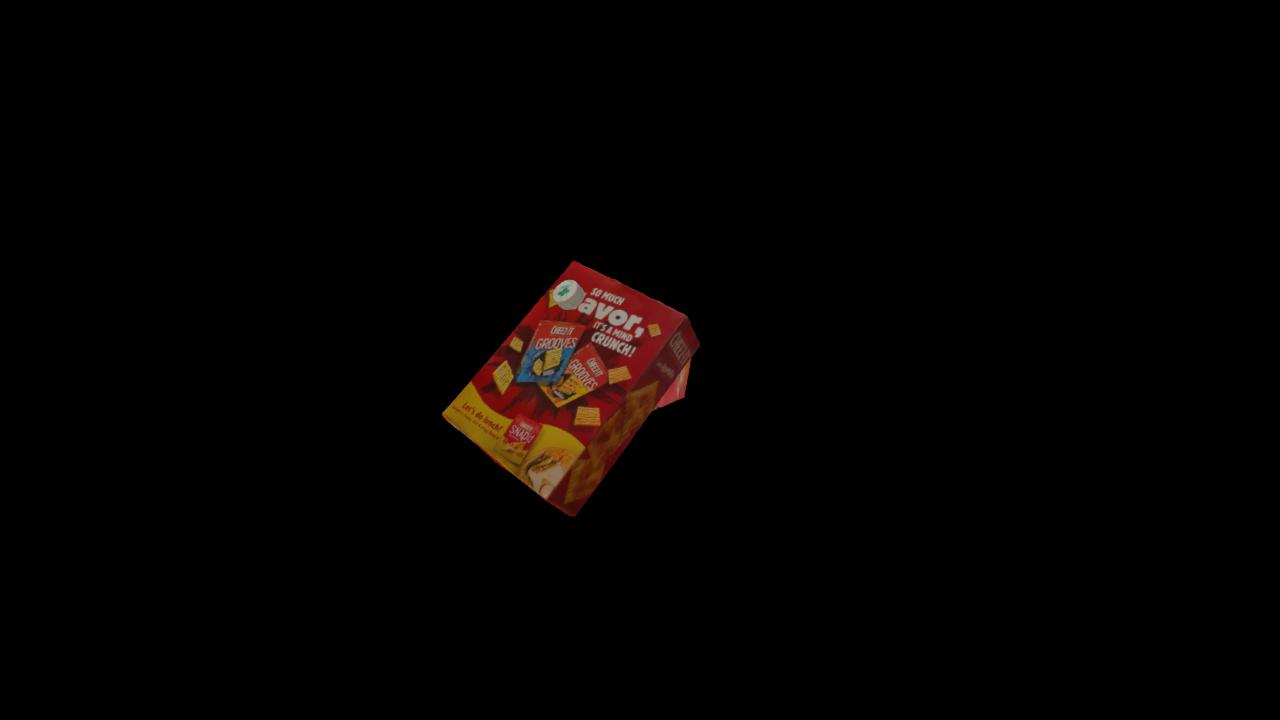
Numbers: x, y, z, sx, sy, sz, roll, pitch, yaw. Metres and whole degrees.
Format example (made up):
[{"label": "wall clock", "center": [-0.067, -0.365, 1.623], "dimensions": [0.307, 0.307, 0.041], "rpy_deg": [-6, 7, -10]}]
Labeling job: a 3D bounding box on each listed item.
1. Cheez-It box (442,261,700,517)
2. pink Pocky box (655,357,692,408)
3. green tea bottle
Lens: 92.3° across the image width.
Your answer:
[{"label": "Cheez-It box", "center": [-0.069, 0.020, 0.636], "dimensions": [0.166, 0.223, 0.071], "rpy_deg": [29, -15, 31]}, {"label": "pink Pocky box", "center": [0.036, 0.009, 0.742], "dimensions": [0.029, 0.084, 0.155], "rpy_deg": [11, 3, 13]}, {"label": "green tea bottle", "center": [-0.034, -0.016, 0.714], "dimensions": [0.073, 0.073, 0.212], "rpy_deg": [0, -35, 29]}]
